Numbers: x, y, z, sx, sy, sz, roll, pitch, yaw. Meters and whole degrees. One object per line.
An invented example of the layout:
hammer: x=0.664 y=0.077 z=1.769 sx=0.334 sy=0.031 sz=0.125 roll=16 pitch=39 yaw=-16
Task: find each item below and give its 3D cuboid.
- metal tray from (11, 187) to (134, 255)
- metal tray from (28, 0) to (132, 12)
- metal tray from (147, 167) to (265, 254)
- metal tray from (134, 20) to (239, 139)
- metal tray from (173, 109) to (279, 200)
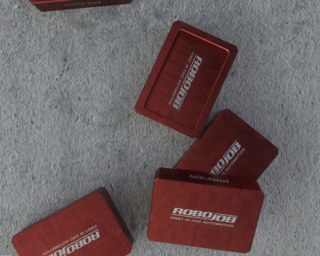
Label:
metal tray: x=-0.112 y=0.148 z=0.407 sx=0.130 sy=0.030 sz=0.090 roll=-29 pitch=90 yaw=0
metal tray: x=-0.105 y=-0.207 z=0.406 sx=0.131 sy=0.030 sz=0.089 roll=-5 pitch=90 yaw=0
metal tray: x=0.054 y=0.103 z=0.388 sx=0.131 sy=0.030 sz=0.089 roll=7 pitch=108 yaw=1
metal tray: x=0.034 y=-0.062 z=0.407 sx=0.090 sy=0.030 sz=0.129 roll=25 pitch=90 yaw=0
metal tray: x=0.078 y=0.051 z=0.408 sx=0.090 sy=0.030 sz=0.130 roll=39 pitch=90 yaw=0
